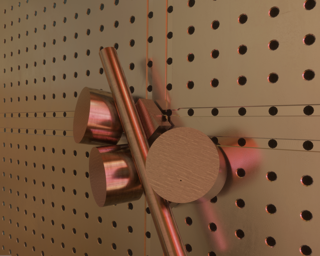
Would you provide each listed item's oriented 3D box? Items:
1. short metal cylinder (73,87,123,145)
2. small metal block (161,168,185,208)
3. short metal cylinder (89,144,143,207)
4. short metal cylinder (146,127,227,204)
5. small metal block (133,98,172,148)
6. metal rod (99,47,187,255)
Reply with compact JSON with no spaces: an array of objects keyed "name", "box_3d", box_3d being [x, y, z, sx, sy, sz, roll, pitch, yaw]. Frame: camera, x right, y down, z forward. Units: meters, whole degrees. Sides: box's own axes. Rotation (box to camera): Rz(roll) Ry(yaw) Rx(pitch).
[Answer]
[{"name":"short metal cylinder","box_3d":[-0.088,-0.015,0.443,0.080,0.050,0.080,-25,60,56]},{"name":"small metal block","box_3d":[0.009,0.072,0.397,0.050,0.025,0.050,-48,62,29]},{"name":"short metal cylinder","box_3d":[-0.061,0.063,0.421,0.080,0.050,0.079,15,107,61]},{"name":"short metal cylinder","box_3d":[0.031,0.044,0.346,0.080,0.050,0.080,-6,74,19]},{"name":"small metal block","box_3d":[-0.020,-0.004,0.421,0.050,0.025,0.050,-51,61,28]},{"name":"metal rod","box_3d":[-0.024,0.029,0.391,0.025,0.025,0.299,-32,70,35]}]
